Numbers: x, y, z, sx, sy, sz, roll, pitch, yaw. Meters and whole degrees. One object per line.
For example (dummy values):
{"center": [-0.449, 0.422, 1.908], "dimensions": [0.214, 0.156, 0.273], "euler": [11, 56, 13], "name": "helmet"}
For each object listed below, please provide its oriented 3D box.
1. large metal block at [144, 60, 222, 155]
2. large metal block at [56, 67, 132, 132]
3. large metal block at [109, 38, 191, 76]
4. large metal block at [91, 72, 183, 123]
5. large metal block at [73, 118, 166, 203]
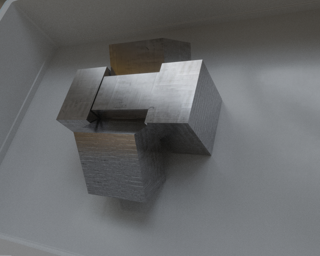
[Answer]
{"center": [0.032, -0.022, 0.366], "dimensions": [0.050, 0.080, 0.080], "euler": [1, 62, 29], "name": "large metal block"}
{"center": [-0.084, -0.027, 0.430], "dimensions": [0.050, 0.080, 0.080], "euler": [1, 62, 29], "name": "large metal block"}
{"center": [-0.010, -0.089, 0.422], "dimensions": [0.080, 0.080, 0.050], "euler": [2, 100, 29], "name": "large metal block"}
{"center": [-0.025, -0.025, 0.397], "dimensions": [0.080, 0.080, 0.050], "euler": [1, 62, 28], "name": "large metal block"}
{"center": [-0.045, 0.034, 0.363], "dimensions": [0.080, 0.079, 0.050], "euler": [1, 21, 27], "name": "large metal block"}
